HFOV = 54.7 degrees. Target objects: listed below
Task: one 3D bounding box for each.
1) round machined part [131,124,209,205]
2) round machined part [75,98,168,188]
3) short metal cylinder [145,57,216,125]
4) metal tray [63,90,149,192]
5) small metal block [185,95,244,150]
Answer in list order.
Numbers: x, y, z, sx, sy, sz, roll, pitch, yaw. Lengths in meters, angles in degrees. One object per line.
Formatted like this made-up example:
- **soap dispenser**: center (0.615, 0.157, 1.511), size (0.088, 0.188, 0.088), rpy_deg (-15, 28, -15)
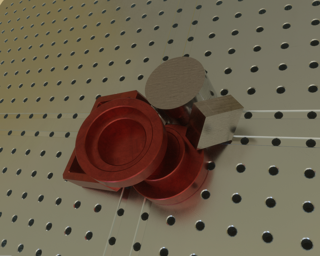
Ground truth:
- **round machined part**: center (0.005, 0.038, 0.369), size (0.098, 0.042, 0.098), rpy_deg (-13, 56, 20)
- **round machined part**: center (-0.039, 0.019, 0.344), size (0.098, 0.042, 0.098), rpy_deg (-6, 62, 13)
- **short metal cylinder**: center (0.028, -0.046, 0.404), size (0.080, 0.050, 0.080), rpy_deg (-13, 56, 20)
- **metal tray**: center (-0.071, 0.015, 0.417), size (0.090, 0.030, 0.130), rpy_deg (-4, 59, 43)
- **small metal block**: center (0.061, -0.006, 0.351), size (0.050, 0.050, 0.025), rpy_deg (-14, 47, -24)
